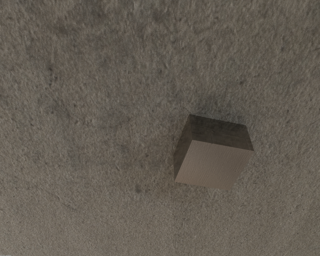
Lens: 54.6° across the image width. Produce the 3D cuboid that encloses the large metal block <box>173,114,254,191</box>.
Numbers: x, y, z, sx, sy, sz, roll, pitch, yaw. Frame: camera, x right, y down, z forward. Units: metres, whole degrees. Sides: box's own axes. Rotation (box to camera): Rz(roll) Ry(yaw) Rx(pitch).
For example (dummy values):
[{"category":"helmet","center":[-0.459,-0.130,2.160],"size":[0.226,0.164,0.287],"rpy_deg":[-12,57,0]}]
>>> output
[{"category":"large metal block","center":[0.068,0.035,0.421],"size":[0.080,0.050,0.079],"rpy_deg":[11,129,-9]}]
